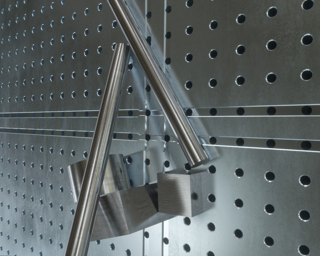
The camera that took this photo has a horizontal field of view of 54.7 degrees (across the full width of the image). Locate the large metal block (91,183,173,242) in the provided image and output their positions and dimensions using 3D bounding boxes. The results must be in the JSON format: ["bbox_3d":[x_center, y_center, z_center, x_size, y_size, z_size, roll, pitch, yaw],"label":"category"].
[{"bbox_3d":[-0.044,0.109,0.408,0.080,0.081,0.050,-25,75,37],"label":"large metal block"}]

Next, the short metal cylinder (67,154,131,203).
[{"bbox_3d":[-0.086,0.072,0.442,0.080,0.081,0.050,-24,75,37],"label":"short metal cylinder"}]

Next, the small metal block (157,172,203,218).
[{"bbox_3d":[0.025,0.081,0.387,0.050,0.025,0.050,-4,88,39],"label":"small metal block"}]

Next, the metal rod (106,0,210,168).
[{"bbox_3d":[-0.014,-0.084,0.418,0.025,0.025,0.299,-39,66,33],"label":"metal rod"}]

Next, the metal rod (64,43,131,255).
[{"bbox_3d":[-0.076,0.021,0.398,0.025,0.025,0.299,-10,61,39],"label":"metal rod"}]
